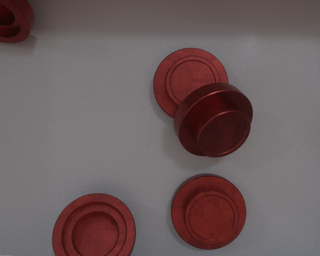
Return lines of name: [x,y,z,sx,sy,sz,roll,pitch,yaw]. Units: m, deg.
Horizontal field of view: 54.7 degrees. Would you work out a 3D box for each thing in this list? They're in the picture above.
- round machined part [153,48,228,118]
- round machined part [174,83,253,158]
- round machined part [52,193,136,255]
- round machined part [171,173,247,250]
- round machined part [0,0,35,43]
round machined part: [0.041,-0.056,0.403,0.099,0.042,0.097,0,90,-1]
round machined part: [0.070,-0.002,0.379,0.099,0.042,0.097,-10,127,-14]
round machined part: [-0.079,0.135,0.388,0.099,0.042,0.098,2,60,-3]
round machined part: [0.064,0.111,0.404,0.099,0.042,0.097,0,90,-1]
round machined part: [-0.203,-0.152,0.377,0.099,0.098,0.042,9,66,-1]
